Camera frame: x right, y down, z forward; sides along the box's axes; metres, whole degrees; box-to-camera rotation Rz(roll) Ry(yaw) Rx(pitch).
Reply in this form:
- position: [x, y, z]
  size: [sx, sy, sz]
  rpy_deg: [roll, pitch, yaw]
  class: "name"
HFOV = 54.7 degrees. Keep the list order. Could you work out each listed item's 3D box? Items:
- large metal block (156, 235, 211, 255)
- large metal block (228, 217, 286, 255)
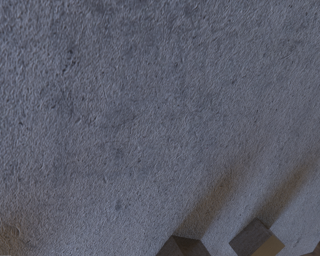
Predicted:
- position: [0.038, 0.248, 0.565]
  size: [0.080, 0.050, 0.080]
  rpy_deg: [25, 105, -37]
  class: "large metal block"
- position: [0.206, 0.247, 0.656]
  size: [0.080, 0.050, 0.080]
  rpy_deg: [-45, 129, 3]
  class: "large metal block"
